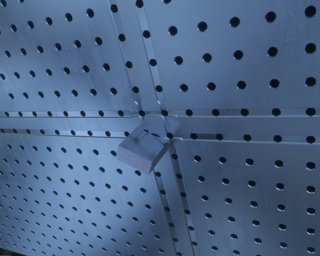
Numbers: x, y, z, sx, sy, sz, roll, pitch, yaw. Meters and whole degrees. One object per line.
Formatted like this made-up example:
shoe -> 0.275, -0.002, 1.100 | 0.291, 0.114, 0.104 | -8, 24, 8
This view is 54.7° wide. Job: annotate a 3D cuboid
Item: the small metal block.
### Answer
small metal block -> -0.024, 0.031, 0.425 | 0.050, 0.050, 0.025 | 24, 127, 13
